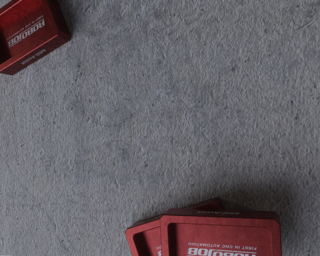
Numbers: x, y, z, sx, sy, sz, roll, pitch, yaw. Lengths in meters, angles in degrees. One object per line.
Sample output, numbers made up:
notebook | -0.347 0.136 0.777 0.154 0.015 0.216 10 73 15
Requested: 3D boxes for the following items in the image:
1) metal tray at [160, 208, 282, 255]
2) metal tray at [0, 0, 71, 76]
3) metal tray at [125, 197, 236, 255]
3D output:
metal tray | 0.068 0.140 0.349 0.130 0.030 0.089 -3 89 19
metal tray | -0.210 -0.150 0.480 0.130 0.030 0.090 -24 82 18
metal tray | 0.030 0.152 0.395 0.130 0.030 0.090 -23 83 18
